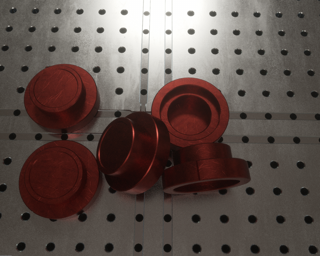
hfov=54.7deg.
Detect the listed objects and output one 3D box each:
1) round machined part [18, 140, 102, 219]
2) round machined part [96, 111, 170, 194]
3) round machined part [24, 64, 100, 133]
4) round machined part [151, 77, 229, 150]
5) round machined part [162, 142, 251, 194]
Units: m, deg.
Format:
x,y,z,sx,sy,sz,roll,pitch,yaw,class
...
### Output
x,y,z,sx,sy,sz,roll,pitch,yaw,class
-0.124,0.061,0.379,0.099,0.042,0.098,0,70,-1,round machined part
-0.038,0.025,0.363,0.098,0.042,0.098,-23,55,39,round machined part
-0.134,-0.045,0.418,0.099,0.042,0.098,0,70,-1,round machined part
0.038,-0.014,0.408,0.099,0.042,0.098,0,70,-1,round machined part
0.050,0.047,0.357,0.099,0.098,0.042,-6,70,-2,round machined part
